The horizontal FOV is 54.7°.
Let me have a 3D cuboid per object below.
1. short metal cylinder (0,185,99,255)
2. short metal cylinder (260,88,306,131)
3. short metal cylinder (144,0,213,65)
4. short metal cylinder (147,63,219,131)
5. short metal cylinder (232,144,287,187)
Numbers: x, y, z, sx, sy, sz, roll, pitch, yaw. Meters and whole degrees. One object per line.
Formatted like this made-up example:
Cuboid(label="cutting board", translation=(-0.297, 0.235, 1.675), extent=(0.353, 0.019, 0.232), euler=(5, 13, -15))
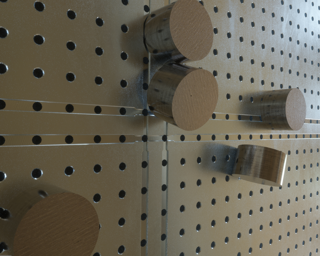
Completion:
Cuboid(label="short metal cylinder", translation=(-0.108, 0.099, 0.304), extent=(0.081, 0.050, 0.079), euler=(0, 90, -40))
Cuboid(label="short metal cylinder", translation=(0.238, -0.035, 0.596), extent=(0.081, 0.050, 0.079), euler=(0, 90, -40))
Cuboid(label="short metal cylinder", translation=(0.026, -0.127, 0.417), extent=(0.081, 0.050, 0.079), euler=(0, 90, -40))
Cuboid(label="short metal cylinder", translation=(0.030, -0.042, 0.406), extent=(0.081, 0.050, 0.079), euler=(-17, 119, -35))
Cuboid(label="short metal cylinder", translation=(0.165, 0.063, 0.515), extent=(0.080, 0.080, 0.050), euler=(24, 75, -38))
